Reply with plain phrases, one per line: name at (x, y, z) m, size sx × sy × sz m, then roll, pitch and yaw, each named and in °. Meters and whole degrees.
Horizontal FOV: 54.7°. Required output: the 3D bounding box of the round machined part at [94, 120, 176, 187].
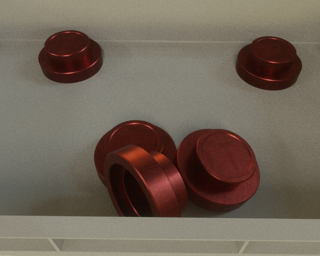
round machined part at (-0.029, 0.029, 0.369) m, size 0.099 × 0.042 × 0.098 m, roll 0°, pitch 50°, yaw 0°

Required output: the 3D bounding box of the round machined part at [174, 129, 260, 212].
round machined part at (0.067, 0.040, 0.347) m, size 0.099 × 0.042 × 0.098 m, roll 8°, pitch 52°, yaw -11°

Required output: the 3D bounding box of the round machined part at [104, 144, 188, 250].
round machined part at (-0.011, 0.061, 0.298) m, size 0.042 × 0.097 × 0.098 m, roll -23°, pitch 53°, yaw -31°

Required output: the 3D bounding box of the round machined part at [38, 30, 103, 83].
round machined part at (-0.144, -0.119, 0.493) m, size 0.099 × 0.042 × 0.098 m, roll 0°, pitch 50°, yaw 0°

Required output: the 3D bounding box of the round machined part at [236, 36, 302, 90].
round machined part at (0.172, -0.107, 0.485) m, size 0.099 × 0.042 × 0.098 m, roll 0°, pitch 50°, yaw 0°
